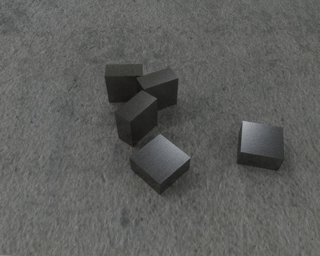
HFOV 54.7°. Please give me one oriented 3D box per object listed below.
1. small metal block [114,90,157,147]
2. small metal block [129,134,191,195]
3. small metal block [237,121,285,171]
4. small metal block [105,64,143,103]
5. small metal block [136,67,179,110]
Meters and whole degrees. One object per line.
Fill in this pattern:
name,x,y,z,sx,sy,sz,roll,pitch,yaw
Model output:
small metal block,-0.029,-0.012,0.397,0.025,0.050,0.050,32,57,23
small metal block,0.000,0.042,0.368,0.050,0.025,0.050,-37,60,-27
small metal block,0.125,0.022,0.387,0.050,0.025,0.050,10,51,8
small metal block,-0.049,-0.063,0.439,0.050,0.050,0.025,-1,50,-2
small metal block,-0.004,-0.051,0.429,0.050,0.050,0.025,-21,53,-17
